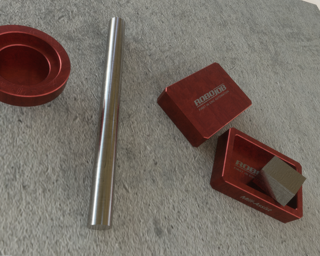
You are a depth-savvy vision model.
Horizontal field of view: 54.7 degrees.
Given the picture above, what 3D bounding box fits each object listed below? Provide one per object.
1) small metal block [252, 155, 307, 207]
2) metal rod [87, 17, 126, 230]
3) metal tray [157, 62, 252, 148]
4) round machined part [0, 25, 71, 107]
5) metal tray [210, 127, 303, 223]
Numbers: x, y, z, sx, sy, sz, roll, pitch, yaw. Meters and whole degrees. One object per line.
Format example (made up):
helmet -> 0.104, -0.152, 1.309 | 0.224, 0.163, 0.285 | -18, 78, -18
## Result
small metal block -> 0.162, 0.070, 0.420 | 0.050, 0.025, 0.050 | 40, 39, 22
metal rod -> -0.063, -0.028, 0.388 | 0.025, 0.025, 0.299 | 13, 56, -22
metal tray -> 0.070, -0.039, 0.464 | 0.131, 0.030, 0.090 | -32, 80, -38
round machined part -> -0.155, -0.065, 0.349 | 0.099, 0.042, 0.098 | 14, 56, -21
metal tray -> 0.139, 0.066, 0.437 | 0.131, 0.030, 0.090 | 27, 52, -12
